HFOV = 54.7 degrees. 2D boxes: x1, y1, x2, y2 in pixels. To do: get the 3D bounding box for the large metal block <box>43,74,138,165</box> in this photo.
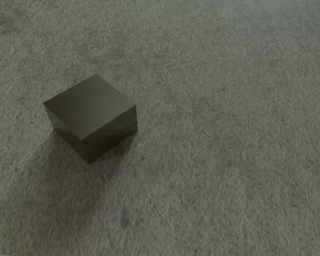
[{"bbox_3d":[-0.086,-0.014,0.397,0.080,0.050,0.080,-36,59,-27],"label":"large metal block"}]
